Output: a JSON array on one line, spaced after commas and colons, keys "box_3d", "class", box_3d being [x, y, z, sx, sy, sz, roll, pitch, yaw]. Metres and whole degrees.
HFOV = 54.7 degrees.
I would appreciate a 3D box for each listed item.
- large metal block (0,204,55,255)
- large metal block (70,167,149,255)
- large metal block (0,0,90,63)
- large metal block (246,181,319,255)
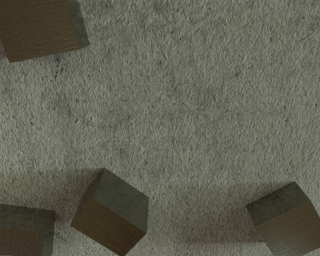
[{"box_3d": [-0.205, 0.165, 0.455, 0.081, 0.050, 0.079, 9, 110, -4], "class": "large metal block"}, {"box_3d": [-0.064, 0.112, 0.421, 0.080, 0.080, 0.050, 37, 106, -13], "class": "large metal block"}, {"box_3d": [-0.134, -0.124, 0.349, 0.080, 0.050, 0.079, -10, 110, 3], "class": "large metal block"}, {"box_3d": [0.185, 0.138, 0.449, 0.080, 0.050, 0.080, -30, 108, 10], "class": "large metal block"}]
